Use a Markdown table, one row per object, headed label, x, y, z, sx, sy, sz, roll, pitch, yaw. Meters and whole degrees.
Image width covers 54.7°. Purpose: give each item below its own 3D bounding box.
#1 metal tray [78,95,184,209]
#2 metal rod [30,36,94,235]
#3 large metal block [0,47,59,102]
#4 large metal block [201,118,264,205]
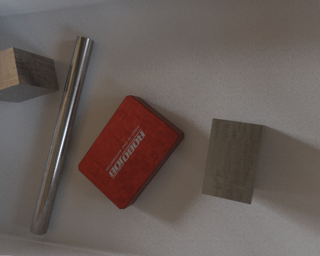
| label | x | y | z | sx | sy | sz | roll | pitch | yaw |
| --- | --- | --- | --- | --- | --- | --- | --- | --- | --- |
| metal tray | -0.041 | 0.032 | 0.421 | 0.090 | 0.030 | 0.130 | 40 | 102 | 15 |
| metal rod | -0.146 | 0.014 | 0.460 | 0.025 | 0.025 | 0.298 | 17 | 96 | 19 |
| large metal block | -0.211 | -0.074 | 0.454 | 0.080 | 0.080 | 0.050 | -13 | 86 | 19 |
| large metal block | 0.086 | 0.033 | 0.351 | 0.050 | 0.080 | 0.079 | 9 | 93 | 19 |
